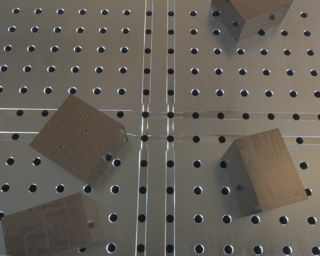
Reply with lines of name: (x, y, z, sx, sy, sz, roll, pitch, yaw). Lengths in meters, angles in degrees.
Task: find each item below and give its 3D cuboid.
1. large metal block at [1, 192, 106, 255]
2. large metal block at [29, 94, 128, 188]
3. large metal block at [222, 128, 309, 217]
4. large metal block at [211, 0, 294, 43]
large metal block: (-0.111, 0.113, 0.341, 0.080, 0.080, 0.050, -17, 71, -6)
large metal block: (-0.099, 0.017, 0.392, 0.080, 0.050, 0.080, 31, 73, 10)
large metal block: (0.117, 0.055, 0.363, 0.050, 0.080, 0.080, -14, 71, -5)
large metal block: (0.135, -0.188, 0.468, 0.080, 0.050, 0.080, -26, 72, -9)
